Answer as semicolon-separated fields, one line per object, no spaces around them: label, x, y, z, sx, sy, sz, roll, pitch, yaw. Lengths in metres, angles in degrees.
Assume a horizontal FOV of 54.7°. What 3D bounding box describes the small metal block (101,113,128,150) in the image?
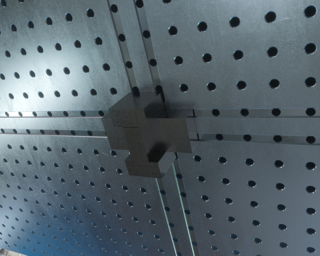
small metal block;-0.048;0.003;0.437;0.050;0.025;0.050;1;119;27

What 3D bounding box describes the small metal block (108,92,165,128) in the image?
small metal block;-0.028;-0.024;0.393;0.050;0.050;0.025;1;119;27

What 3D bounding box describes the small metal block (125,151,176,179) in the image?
small metal block;-0.012;0.042;0.426;0.050;0.050;0.025;1;119;27

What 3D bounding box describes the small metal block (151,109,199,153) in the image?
small metal block;0.019;0.004;0.402;0.050;0.025;0.050;1;119;27

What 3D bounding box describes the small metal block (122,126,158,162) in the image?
small metal block;-0.020;0.009;0.409;0.025;0.050;0.050;1;119;27
